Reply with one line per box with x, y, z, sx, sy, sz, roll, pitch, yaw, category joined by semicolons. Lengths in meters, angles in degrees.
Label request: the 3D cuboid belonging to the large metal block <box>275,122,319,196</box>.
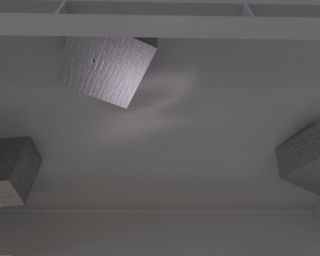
0.220;0.044;0.422;0.080;0.050;0.080;24;139;-19;large metal block

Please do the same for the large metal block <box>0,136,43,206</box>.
-0.219;0.059;0.421;0.080;0.080;0.050;-5;130;4;large metal block

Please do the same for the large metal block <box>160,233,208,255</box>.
0.047;0.262;0.599;0.080;0.080;0.050;22;127;-18;large metal block

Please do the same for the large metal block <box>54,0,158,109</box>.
-0.056;-0.078;0.326;0.080;0.050;0.079;20;127;-16;large metal block
